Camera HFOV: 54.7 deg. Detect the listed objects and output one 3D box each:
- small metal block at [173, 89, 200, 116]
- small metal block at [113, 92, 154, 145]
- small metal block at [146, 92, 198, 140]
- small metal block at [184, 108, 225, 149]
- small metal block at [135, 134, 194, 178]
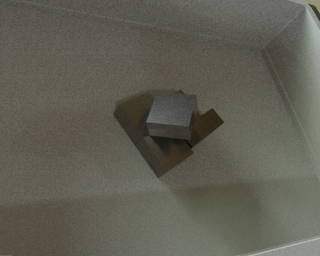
[{"bbox_3d":[0.022,-0.020,0.429,0.050,0.025,0.050,-28,77,-38],"label":"small metal block"},{"bbox_3d":[-0.023,-0.013,0.401,0.050,0.025,0.050,-28,77,-38],"label":"small metal block"},{"bbox_3d":[0.016,-0.015,0.375,0.050,0.025,0.050,6,51,15],"label":"small metal block"},{"bbox_3d":[0.050,0.005,0.413,0.050,0.050,0.025,-32,80,-39],"label":"small metal block"},{"bbox_3d":[0.006,0.027,0.392,0.050,0.025,0.050,-28,77,-38],"label":"small metal block"}]
